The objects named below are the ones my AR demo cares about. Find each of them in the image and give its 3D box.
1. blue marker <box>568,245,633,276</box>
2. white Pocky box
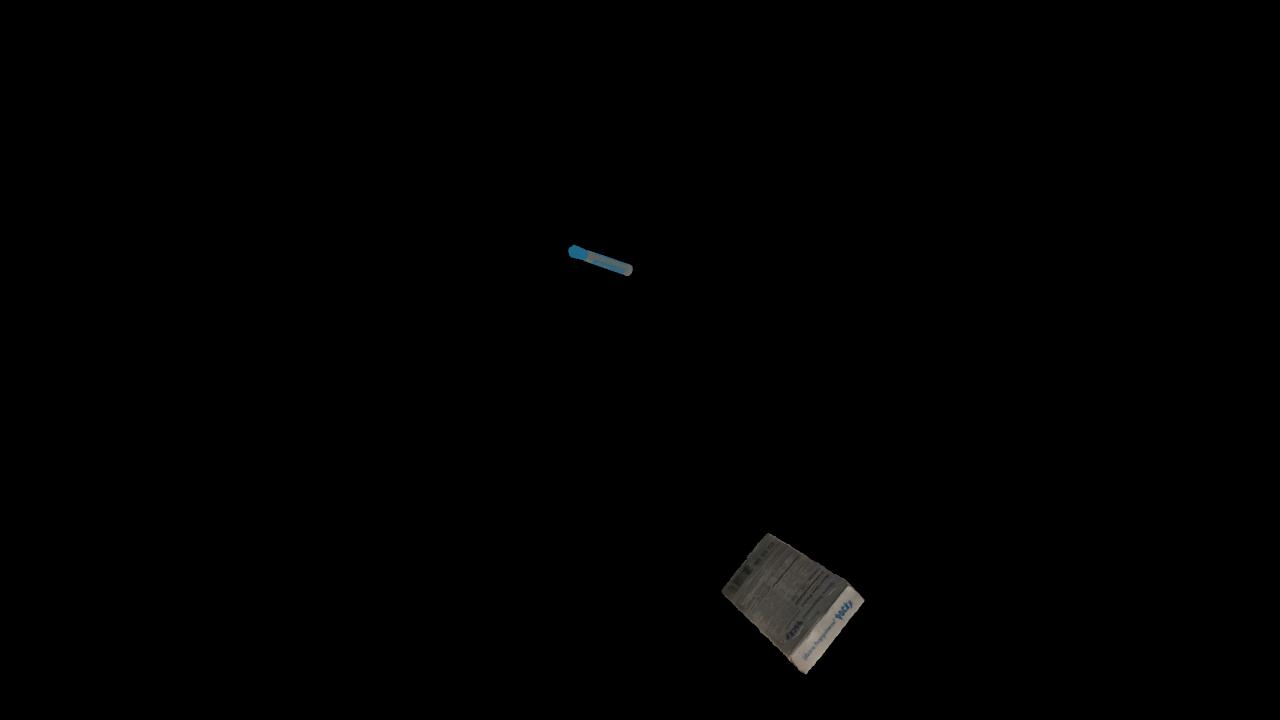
[{"bbox_3d":[-0.059,-0.150,0.926,0.020,0.020,0.121,0,-8,44],"label":"blue marker"},{"bbox_3d":[0.139,0.225,0.592,0.028,0.084,0.154,45,-10,-11],"label":"white Pocky box"}]
